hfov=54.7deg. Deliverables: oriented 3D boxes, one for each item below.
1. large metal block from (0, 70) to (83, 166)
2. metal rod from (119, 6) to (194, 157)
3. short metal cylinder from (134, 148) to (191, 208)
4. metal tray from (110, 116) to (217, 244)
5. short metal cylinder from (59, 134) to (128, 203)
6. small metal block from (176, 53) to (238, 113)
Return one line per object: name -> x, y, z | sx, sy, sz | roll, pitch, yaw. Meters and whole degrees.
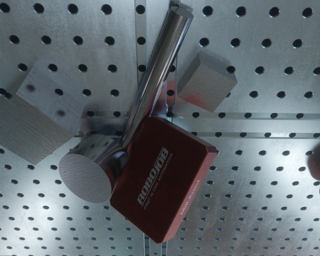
large metal block -> -0.158, -0.010, 0.385 | 0.080, 0.050, 0.080 | -33, 123, 24
metal rod -> -0.029, -0.010, 0.402 | 0.025, 0.025, 0.298 | 15, 129, -13
short metal cylinder -> 0.003, 0.066, 0.427 | 0.050, 0.080, 0.080 | 19, 129, -30
metal tray -> 0.001, 0.061, 0.383 | 0.030, 0.090, 0.129 | 10, 108, -59
short metal cylinder -> -0.089, 0.055, 0.422 | 0.080, 0.050, 0.079 | 12, 123, 19
small metal block -> 0.054, -0.052, 0.368 | 0.050, 0.025, 0.050 | 22, 127, -18
